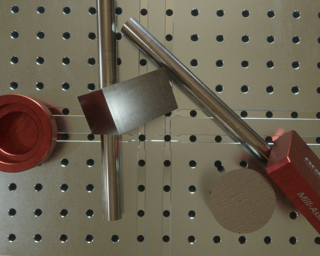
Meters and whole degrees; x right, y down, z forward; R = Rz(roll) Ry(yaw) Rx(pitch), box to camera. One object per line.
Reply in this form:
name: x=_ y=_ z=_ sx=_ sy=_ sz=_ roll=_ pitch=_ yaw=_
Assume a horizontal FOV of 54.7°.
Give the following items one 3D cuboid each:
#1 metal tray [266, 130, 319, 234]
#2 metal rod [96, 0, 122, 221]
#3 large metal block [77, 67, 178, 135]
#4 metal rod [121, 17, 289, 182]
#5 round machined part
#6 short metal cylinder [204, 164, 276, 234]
metal tray: x=0.190 y=0.074 z=0.383 sx=0.130 sy=0.090 sz=0.030 roll=49 pitch=124 yaw=0
metal rod: x=-0.068 y=-0.029 z=0.412 sx=0.025 sy=0.025 sz=0.298 roll=-2 pitch=90 yaw=-1
large metal block: x=-0.040 y=-0.030 z=0.367 sx=0.081 sy=0.080 sz=0.050 roll=-26 pitch=103 yaw=-30
metal rod: x=0.066 y=-0.035 z=0.414 sx=0.300 sy=0.025 sz=0.025 roll=43 pitch=90 yaw=-1
round machined part: x=-0.182 y=0.007 z=0.403 sx=0.099 sy=0.042 sz=0.097 roll=0 pitch=90 yaw=-1
short metal cylinder: x=0.101 y=0.089 z=0.402 sx=0.081 sy=0.050 sz=0.079 roll=0 pitch=90 yaw=-1
